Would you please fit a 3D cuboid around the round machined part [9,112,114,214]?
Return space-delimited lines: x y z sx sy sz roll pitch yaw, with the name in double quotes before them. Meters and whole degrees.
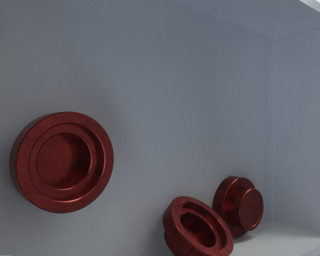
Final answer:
"round machined part" -0.100 0.033 0.313 0.099 0.042 0.097 0 90 -40

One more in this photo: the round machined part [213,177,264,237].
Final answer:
"round machined part" 0.135 0.131 0.512 0.099 0.042 0.097 0 90 -40

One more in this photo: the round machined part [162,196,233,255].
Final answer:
"round machined part" 0.045 0.142 0.412 0.099 0.098 0.042 13 120 -40
